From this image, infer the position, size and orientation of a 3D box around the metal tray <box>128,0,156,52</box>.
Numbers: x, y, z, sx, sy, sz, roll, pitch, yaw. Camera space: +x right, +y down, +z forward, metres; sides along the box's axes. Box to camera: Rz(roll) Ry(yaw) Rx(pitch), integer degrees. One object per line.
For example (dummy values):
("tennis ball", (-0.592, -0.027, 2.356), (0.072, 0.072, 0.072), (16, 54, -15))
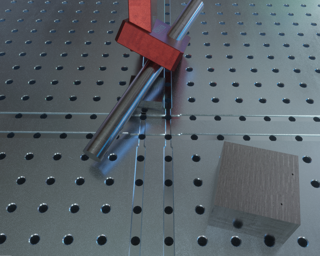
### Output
("metal tray", (-0.023, -0.167, 0.469), (0.030, 0.089, 0.130), (1, 19, 3))

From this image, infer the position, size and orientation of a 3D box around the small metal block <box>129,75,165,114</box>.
("small metal block", (-0.020, -0.049, 0.448), (0.050, 0.025, 0.050), (5, 50, 3))

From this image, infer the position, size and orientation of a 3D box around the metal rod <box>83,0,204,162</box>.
("metal rod", (-0.011, -0.082, 0.433), (0.025, 0.025, 0.300), (23, 63, 17))

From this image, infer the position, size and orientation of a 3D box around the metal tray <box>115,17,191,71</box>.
("metal tray", (-0.004, -0.134, 0.465), (0.090, 0.030, 0.130), (28, 27, -3))

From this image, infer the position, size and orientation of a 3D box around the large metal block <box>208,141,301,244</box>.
("large metal block", (0.101, 0.068, 0.336), (0.080, 0.050, 0.080), (11, 51, 9))
